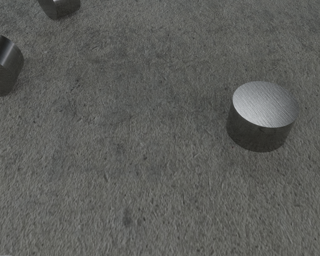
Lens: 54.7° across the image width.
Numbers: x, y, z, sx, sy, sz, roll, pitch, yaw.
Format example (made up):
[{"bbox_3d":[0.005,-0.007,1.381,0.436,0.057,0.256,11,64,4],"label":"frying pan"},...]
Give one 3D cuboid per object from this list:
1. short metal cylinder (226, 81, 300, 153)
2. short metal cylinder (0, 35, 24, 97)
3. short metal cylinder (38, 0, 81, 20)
[{"bbox_3d":[0.130,-0.015,0.400,0.080,0.050,0.080,0,50,0],"label":"short metal cylinder"},{"bbox_3d":[-0.244,-0.090,0.441,0.080,0.080,0.050,1,50,0],"label":"short metal cylinder"},{"bbox_3d":[-0.193,-0.249,0.576,0.050,0.080,0.080,-35,59,-26],"label":"short metal cylinder"}]
